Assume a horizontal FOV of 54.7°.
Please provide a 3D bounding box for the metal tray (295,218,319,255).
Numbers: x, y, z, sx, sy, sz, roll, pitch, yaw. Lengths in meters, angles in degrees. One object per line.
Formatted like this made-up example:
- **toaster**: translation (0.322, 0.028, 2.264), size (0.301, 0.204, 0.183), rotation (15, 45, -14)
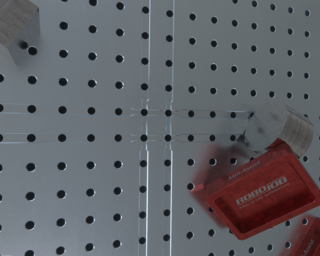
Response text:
- **metal tray**: translation (0.267, 0.228, 0.509), size (0.090, 0.030, 0.130), rotation (41, 77, -16)

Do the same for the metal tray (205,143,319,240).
- **metal tray**: translation (0.139, 0.090, 0.423), size (0.130, 0.030, 0.090), rotation (-34, 105, 20)

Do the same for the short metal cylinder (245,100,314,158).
- **short metal cylinder**: translation (0.169, 0.007, 0.446), size (0.050, 0.080, 0.080), rotation (27, 81, -18)

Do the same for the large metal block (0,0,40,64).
- **large metal block**: translation (-0.175, -0.117, 0.319), size (0.080, 0.080, 0.050), rotation (34, 79, -17)
